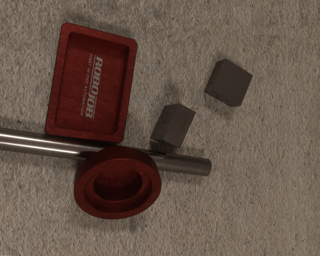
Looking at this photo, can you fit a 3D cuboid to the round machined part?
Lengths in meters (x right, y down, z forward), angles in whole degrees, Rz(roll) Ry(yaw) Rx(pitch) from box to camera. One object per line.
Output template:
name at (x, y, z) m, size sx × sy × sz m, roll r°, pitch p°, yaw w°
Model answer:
round machined part at (-0.050, 0.060, 0.366) m, size 0.099 × 0.042 × 0.097 m, roll -7°, pitch 126°, yaw -9°

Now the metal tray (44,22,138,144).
metal tray at (-0.083, -0.051, 0.376) m, size 0.091 × 0.030 × 0.129 m, roll 9°, pitch 87°, yaw -20°

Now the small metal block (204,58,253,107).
small metal block at (0.099, -0.064, 0.447) m, size 0.050 × 0.025 × 0.050 m, roll 27°, pitch 81°, yaw -19°

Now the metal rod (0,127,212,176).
metal rod at (-0.074, 0.030, 0.382) m, size 0.302 × 0.025 × 0.025 m, roll 10°, pitch 87°, yaw -20°

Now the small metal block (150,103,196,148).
small metal block at (0.016, -0.003, 0.403) m, size 0.025 × 0.050 × 0.050 m, roll 27°, pitch 81°, yaw -18°
